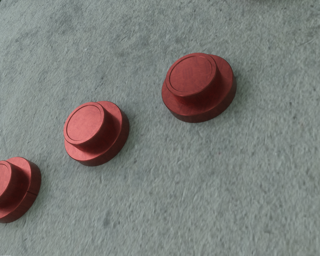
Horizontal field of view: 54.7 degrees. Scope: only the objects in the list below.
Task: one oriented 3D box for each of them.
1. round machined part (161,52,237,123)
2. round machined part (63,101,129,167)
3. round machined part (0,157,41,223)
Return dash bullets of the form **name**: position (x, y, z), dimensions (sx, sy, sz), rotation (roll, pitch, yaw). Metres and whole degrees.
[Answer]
- **round machined part**: position (0.046, -0.059, 0.404), dimensions (0.098, 0.042, 0.098), rotation (-13, 56, 20)
- **round machined part**: position (-0.097, 0.002, 0.441), dimensions (0.098, 0.042, 0.098), rotation (-13, 56, 20)
- **round machined part**: position (-0.229, 0.087, 0.457), dimensions (0.098, 0.042, 0.098), rotation (-13, 56, 20)
